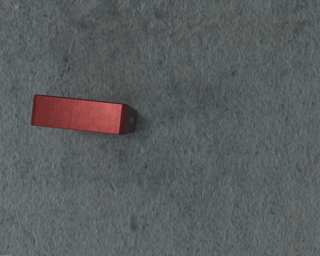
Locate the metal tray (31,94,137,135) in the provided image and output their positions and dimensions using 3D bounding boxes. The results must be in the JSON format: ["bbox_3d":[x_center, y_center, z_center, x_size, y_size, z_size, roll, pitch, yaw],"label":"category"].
[{"bbox_3d":[-0.077,-0.013,0.357,0.090,0.130,0.030,6,90,0],"label":"metal tray"}]
